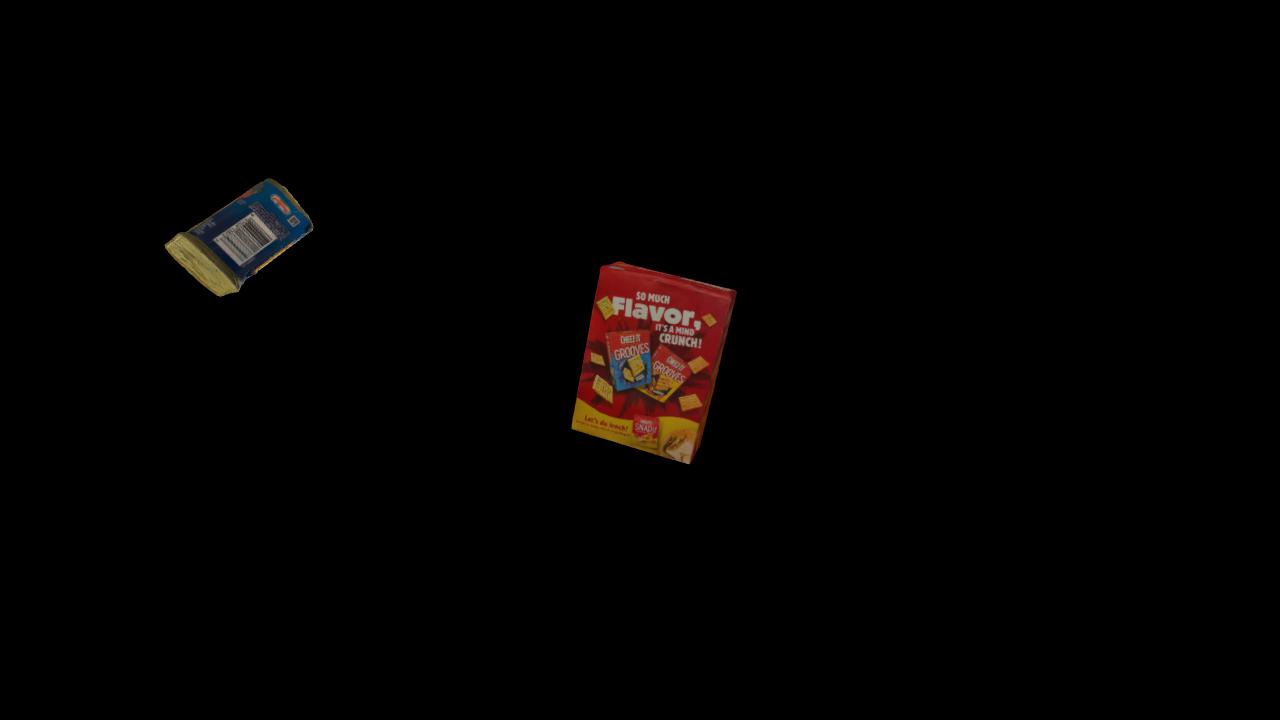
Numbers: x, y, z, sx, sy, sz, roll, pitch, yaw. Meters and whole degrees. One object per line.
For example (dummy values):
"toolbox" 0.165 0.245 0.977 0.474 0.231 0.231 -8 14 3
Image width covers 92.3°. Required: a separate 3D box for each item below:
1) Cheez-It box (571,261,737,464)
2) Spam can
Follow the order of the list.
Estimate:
"Cheez-It box" 0.015 0.002 0.780 0.166 0.223 0.071 15 18 12
"Spam can" -0.341 -0.105 0.528 0.101 0.058 0.085 2 46 46
